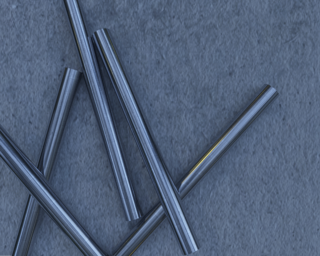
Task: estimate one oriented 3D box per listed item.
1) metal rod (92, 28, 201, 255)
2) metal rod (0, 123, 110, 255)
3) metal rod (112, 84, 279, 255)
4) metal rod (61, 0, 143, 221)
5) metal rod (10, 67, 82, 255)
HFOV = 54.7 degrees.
[{"bbox_3d":[-0.020,0.012,0.393,0.025,0.025,0.299,-23,84,0],"label":"metal rod"},{"bbox_3d":[-0.140,0.086,0.385,0.025,0.025,0.299,-36,100,0],"label":"metal rod"},{"bbox_3d":[0.047,0.060,0.410,0.025,0.025,0.300,42,90,-1],"label":"metal rod"},{"bbox_3d":[-0.076,-0.025,0.408,0.025,0.025,0.298,-16,90,0],"label":"metal rod"},{"bbox_3d":[-0.155,0.068,0.407,0.025,0.025,0.298,16,90,-1],"label":"metal rod"}]
